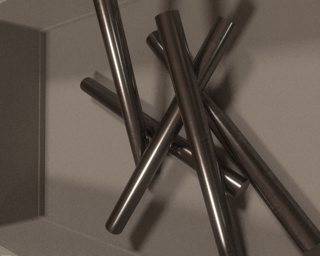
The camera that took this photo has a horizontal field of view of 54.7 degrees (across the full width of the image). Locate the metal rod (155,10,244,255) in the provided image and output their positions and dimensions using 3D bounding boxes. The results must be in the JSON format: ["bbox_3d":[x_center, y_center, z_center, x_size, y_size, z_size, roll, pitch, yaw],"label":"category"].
[{"bbox_3d":[0.047,0.030,0.323,0.025,0.025,0.298,-12,96,39],"label":"metal rod"}]

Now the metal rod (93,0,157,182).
[{"bbox_3d":[-0.044,-0.065,0.359,0.025,0.025,0.298,10,122,39],"label":"metal rod"}]

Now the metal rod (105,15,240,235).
[{"bbox_3d":[0.003,0.014,0.368,0.025,0.025,0.298,42,115,31],"label":"metal rod"}]

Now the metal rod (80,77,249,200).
[{"bbox_3d":[-0.015,-0.002,0.416,0.300,0.025,0.025,34,111,34],"label":"metal rod"}]

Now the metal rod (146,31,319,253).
[{"bbox_3d":[0.068,-0.005,0.349,0.025,0.025,0.299,-48,62,29],"label":"metal rod"}]
